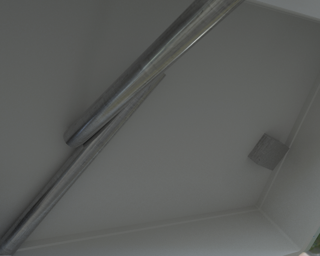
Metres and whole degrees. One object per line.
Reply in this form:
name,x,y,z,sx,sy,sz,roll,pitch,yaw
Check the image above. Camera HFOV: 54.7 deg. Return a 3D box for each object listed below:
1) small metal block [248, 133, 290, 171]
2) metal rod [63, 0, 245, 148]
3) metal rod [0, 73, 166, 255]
small metal block,0.191,0.043,0.542,0.050,0.025,0.050,22,106,-37
metal rod,-0.007,-0.057,0.273,0.025,0.025,0.299,19,140,-36
metal rod,-0.100,0.042,0.381,0.299,0.025,0.025,-49,129,6
